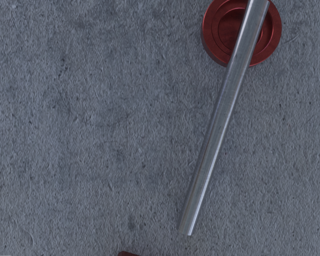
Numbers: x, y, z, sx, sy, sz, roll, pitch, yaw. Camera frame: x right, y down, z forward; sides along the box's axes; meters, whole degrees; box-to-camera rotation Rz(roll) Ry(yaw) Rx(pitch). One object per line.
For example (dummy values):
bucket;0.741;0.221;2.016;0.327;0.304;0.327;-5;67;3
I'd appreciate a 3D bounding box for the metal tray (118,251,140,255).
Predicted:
metal tray;-0.005;0.227;0.407;0.131;0.030;0.090;17;90;-1

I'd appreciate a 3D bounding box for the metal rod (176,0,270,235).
metal rod;0.073;-0.005;0.383;0.025;0.025;0.298;16;101;-1

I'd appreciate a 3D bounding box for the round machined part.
round machined part;0.102;-0.124;0.403;0.099;0.042;0.097;0;90;-1
